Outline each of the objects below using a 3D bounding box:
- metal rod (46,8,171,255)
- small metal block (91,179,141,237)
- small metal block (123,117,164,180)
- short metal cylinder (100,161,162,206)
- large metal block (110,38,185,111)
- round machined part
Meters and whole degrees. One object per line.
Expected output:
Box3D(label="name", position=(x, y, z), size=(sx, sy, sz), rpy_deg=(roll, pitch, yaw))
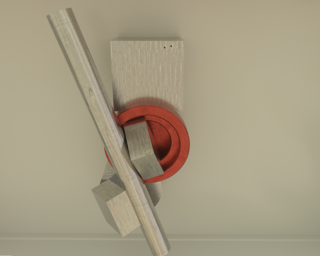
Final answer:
Box3D(label="metal rod", position=(-0.047, 0.022, 0.343), size=(0.025, 0.025, 0.298), rpy_deg=(-18, 109, 6))
Box3D(label="small metal block", position=(-0.054, 0.096, 0.375), size=(0.025, 0.050, 0.050), rpy_deg=(-29, 111, -25))
Box3D(label="small metal block", position=(-0.018, 0.024, 0.354), size=(0.025, 0.050, 0.050), rpy_deg=(-19, 144, 3))
Box3D(label="short metal cylinder", position=(-0.038, 0.071, 0.423), size=(0.081, 0.050, 0.079), rpy_deg=(0, 110, -1))
Box3D(label="large metal block", position=(-0.014, -0.065, 0.371), size=(0.081, 0.050, 0.079), rpy_deg=(0, 110, -1))
Box3D(label="round machined part", position=(-0.015, 0.014, 0.374), size=(0.099, 0.042, 0.097), rpy_deg=(0, 110, -1))
